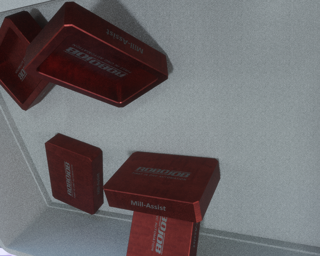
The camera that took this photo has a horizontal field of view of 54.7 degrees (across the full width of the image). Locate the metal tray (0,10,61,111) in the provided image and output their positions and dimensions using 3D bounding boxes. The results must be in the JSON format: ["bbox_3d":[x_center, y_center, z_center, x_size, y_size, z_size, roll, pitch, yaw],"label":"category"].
[{"bbox_3d":[-0.190,-0.088,0.436,0.130,0.030,0.090,-28,104,46],"label":"metal tray"}]

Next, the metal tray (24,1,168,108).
[{"bbox_3d":[-0.066,-0.071,0.342,0.131,0.030,0.090,20,144,-41],"label":"metal tray"}]

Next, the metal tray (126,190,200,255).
[{"bbox_3d":[0.008,0.132,0.430,0.090,0.030,0.129,3,76,27],"label":"metal tray"}]

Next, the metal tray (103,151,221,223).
[{"bbox_3d":[0.004,0.072,0.407,0.130,0.090,0.030,3,120,26],"label":"metal tray"}]

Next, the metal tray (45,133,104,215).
[{"bbox_3d":[-0.144,0.080,0.528,0.090,0.030,0.129,18,126,17],"label":"metal tray"}]
